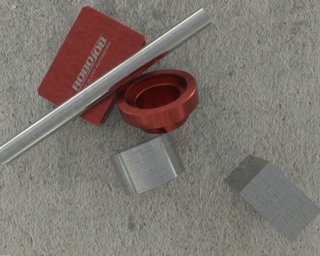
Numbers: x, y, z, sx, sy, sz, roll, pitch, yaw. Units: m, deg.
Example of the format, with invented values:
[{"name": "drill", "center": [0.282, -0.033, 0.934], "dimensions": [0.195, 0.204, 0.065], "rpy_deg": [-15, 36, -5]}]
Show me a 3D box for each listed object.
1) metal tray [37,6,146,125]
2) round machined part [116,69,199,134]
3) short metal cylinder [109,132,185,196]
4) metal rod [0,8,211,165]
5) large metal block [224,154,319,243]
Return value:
[{"name": "metal tray", "center": [-0.087, -0.079, 0.406], "dimensions": [0.090, 0.030, 0.130], "rpy_deg": [28, 90, -1]}, {"name": "round machined part", "center": [-0.001, -0.030, 0.383], "dimensions": [0.099, 0.098, 0.042], "rpy_deg": [-16, 128, -1]}, {"name": "short metal cylinder", "center": [-0.016, 0.043, 0.382], "dimensions": [0.080, 0.080, 0.050], "rpy_deg": [-23, 90, 0]}, {"name": "metal rod", "center": [-0.068, -0.051, 0.378], "dimensions": [0.301, 0.025, 0.025], "rpy_deg": [-35, 90, -1]}, {"name": "large metal block", "center": [0.134, 0.082, 0.384], "dimensions": [0.080, 0.080, 0.050], "rpy_deg": [43, 90, -1]}]
